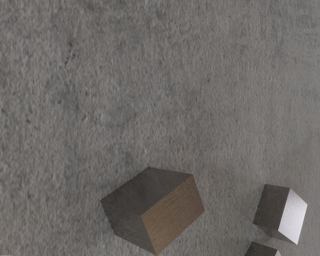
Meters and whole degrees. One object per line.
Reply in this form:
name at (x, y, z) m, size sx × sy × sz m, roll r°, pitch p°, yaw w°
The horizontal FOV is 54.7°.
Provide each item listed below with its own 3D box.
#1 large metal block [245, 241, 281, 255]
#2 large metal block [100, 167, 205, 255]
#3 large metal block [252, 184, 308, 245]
large metal block at (0.181, 0.264, 0.544) m, size 0.080 × 0.050 × 0.080 m, roll -47°, pitch 118°, yaw -30°
large metal block at (-0.009, 0.091, 0.364) m, size 0.081 × 0.080 × 0.050 m, roll -31°, pitch 110°, yaw -36°
large metal block at (0.228, 0.162, 0.584) m, size 0.080 × 0.050 × 0.080 m, roll 39°, pitch 66°, yaw -34°
